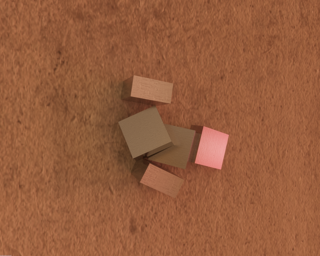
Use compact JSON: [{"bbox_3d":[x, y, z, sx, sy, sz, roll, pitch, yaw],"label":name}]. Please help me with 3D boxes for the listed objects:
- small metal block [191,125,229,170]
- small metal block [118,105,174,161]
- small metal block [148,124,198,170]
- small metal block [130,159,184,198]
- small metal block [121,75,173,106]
[{"bbox_3d":[0.064,0.027,0.428,0.050,0.025,0.050,17,84,-35],"label":"small metal block"},{"bbox_3d":[-0.017,0.007,0.386,0.050,0.025,0.050,-24,74,2],"label":"small metal block"},{"bbox_3d":[0.018,0.024,0.403,0.050,0.025,0.050,13,84,18],"label":"small metal block"},{"bbox_3d":[-0.005,0.061,0.394,0.050,0.050,0.025,28,86,-19],"label":"small metal block"},{"bbox_3d":[-0.018,-0.046,0.390,0.050,0.050,0.025,9,87,-20],"label":"small metal block"}]
